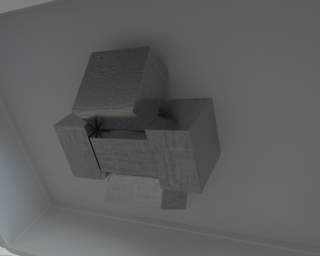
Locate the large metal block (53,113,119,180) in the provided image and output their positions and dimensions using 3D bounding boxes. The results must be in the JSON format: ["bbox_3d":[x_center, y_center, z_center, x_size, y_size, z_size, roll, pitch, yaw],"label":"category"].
[{"bbox_3d":[-0.087,0.013,0.426,0.050,0.080,0.080,1,119,28],"label":"large metal block"}]

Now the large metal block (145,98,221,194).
[{"bbox_3d":[0.031,0.018,0.366,0.050,0.080,0.080,1,119,28],"label":"large metal block"}]

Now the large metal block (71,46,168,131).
[{"bbox_3d":[-0.044,-0.043,0.360,0.080,0.080,0.050,2,157,27],"label":"large metal block"}]

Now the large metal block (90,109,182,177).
[{"bbox_3d":[-0.027,0.015,0.395,0.080,0.080,0.050,1,119,28],"label":"large metal block"}]

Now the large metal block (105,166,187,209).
[{"bbox_3d":[-0.015,0.080,0.420,0.080,0.080,0.050,0,77,27],"label":"large metal block"}]
